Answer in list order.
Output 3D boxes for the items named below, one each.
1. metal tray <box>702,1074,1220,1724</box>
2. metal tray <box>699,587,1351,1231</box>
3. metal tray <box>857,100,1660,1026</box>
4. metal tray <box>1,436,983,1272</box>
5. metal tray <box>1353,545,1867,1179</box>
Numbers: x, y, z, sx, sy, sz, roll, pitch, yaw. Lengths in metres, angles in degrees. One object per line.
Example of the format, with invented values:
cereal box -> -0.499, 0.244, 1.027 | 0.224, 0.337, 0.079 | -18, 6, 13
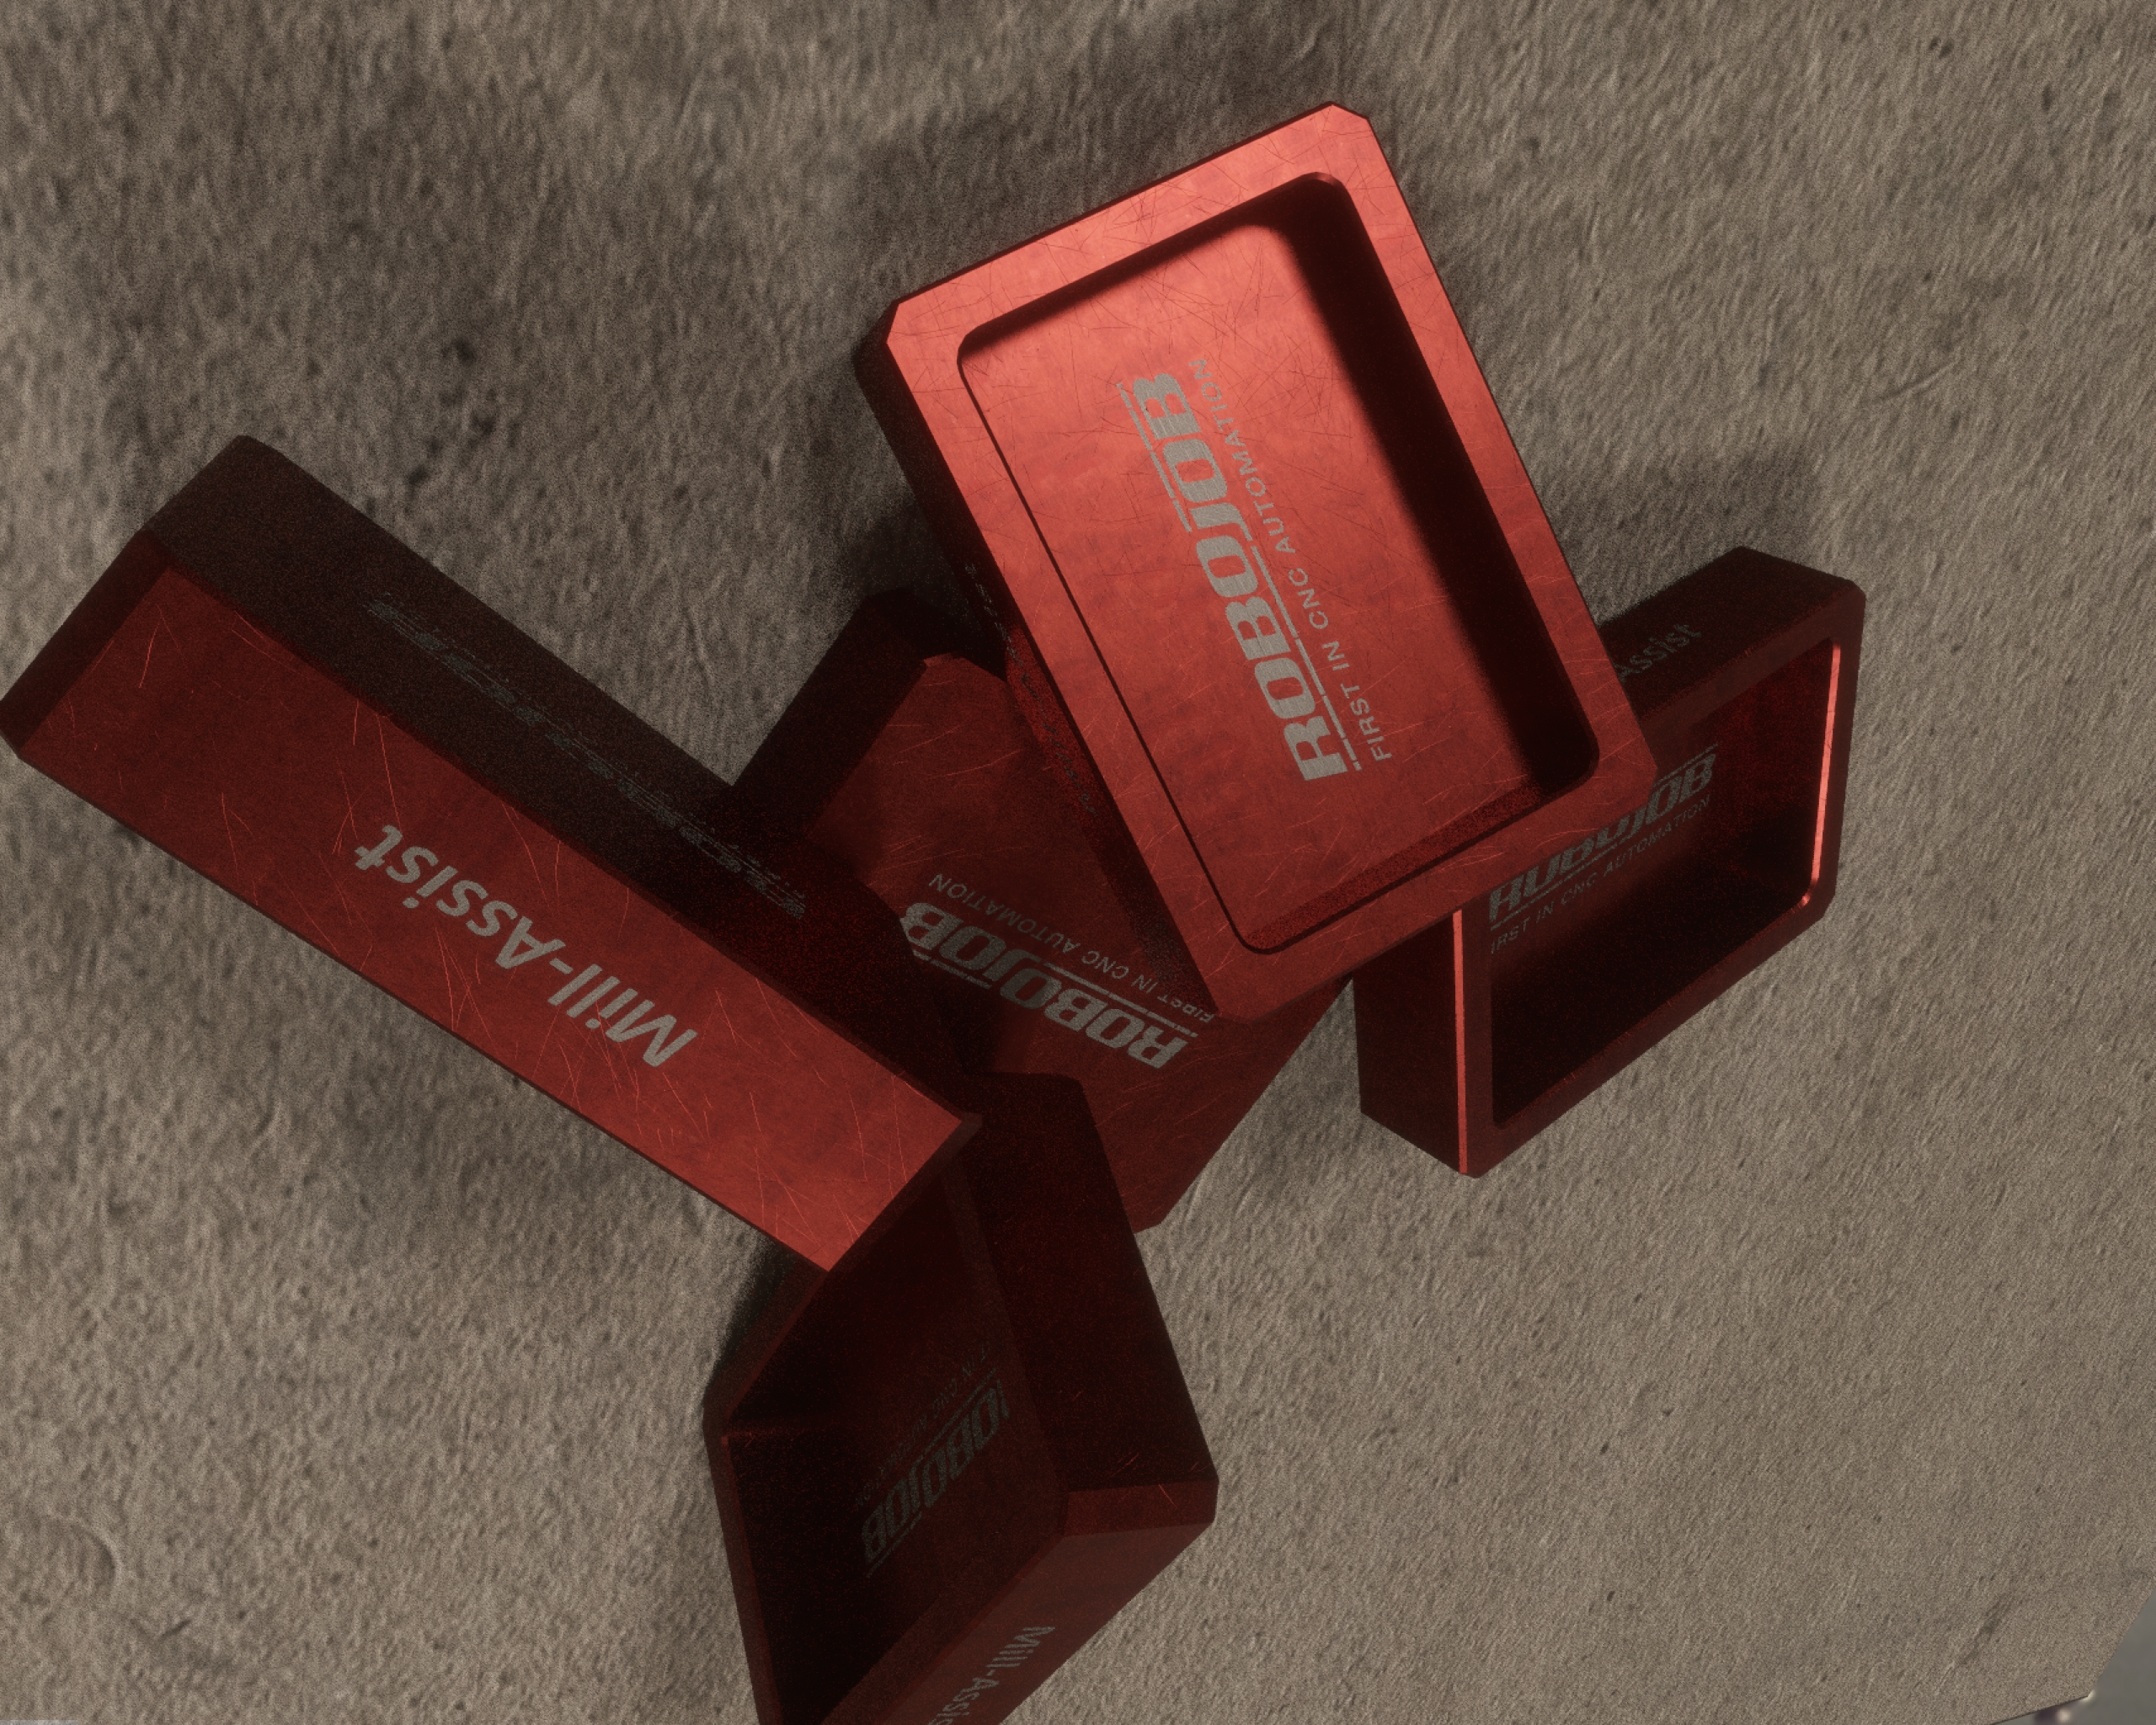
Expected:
metal tray -> -0.029, 0.111, 0.395 | 0.030, 0.090, 0.129 | 6, 136, -31
metal tray -> -0.010, 0.015, 0.410 | 0.131, 0.030, 0.090 | 28, 103, -38
metal tray -> 0.031, -0.049, 0.355 | 0.090, 0.030, 0.129 | -28, 99, -11
metal tray -> -0.079, -0.003, 0.302 | 0.130, 0.090, 0.030 | 38, 97, -23
metal tray -> 0.115, -0.002, 0.448 | 0.131, 0.030, 0.089 | -30, 130, -28
